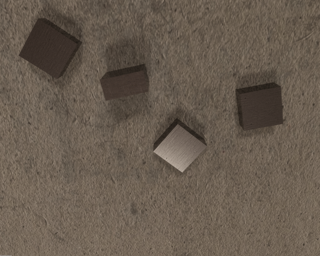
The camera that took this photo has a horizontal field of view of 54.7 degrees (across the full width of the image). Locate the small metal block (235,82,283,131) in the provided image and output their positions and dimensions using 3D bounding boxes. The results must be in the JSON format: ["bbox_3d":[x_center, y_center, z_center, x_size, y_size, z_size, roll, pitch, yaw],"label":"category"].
[{"bbox_3d":[0.129,-0.028,0.401,0.050,0.025,0.050,-11,110,3],"label":"small metal block"}]

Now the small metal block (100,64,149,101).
[{"bbox_3d":[-0.041,-0.056,0.375,0.050,0.050,0.025,-12,110,4],"label":"small metal block"}]

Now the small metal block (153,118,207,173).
[{"bbox_3d":[0.026,0.023,0.419,0.050,0.025,0.050,37,106,-13],"label":"small metal block"}]

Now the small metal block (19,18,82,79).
[{"bbox_3d":[-0.131,-0.096,0.373,0.050,0.025,0.050,32,107,-12],"label":"small metal block"}]
